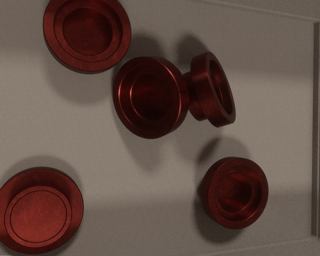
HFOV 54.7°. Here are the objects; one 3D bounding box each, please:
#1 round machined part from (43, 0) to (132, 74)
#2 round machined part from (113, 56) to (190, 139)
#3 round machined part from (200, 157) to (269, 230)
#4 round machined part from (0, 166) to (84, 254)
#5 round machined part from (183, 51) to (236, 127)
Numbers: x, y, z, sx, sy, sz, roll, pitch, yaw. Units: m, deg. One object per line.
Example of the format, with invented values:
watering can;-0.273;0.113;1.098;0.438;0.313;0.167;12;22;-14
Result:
round machined part;-0.087;-0.113;0.370;0.099;0.042;0.097;0;90;-21
round machined part;-0.007;-0.039;0.380;0.042;0.098;0.097;-23;100;-54
round machined part;0.101;0.089;0.441;0.099;0.042;0.097;0;90;-21
round machined part;-0.137;0.095;0.352;0.099;0.042;0.097;0;90;-21
round machined part;0.061;-0.047;0.407;0.098;0.042;0.098;42;39;-46
